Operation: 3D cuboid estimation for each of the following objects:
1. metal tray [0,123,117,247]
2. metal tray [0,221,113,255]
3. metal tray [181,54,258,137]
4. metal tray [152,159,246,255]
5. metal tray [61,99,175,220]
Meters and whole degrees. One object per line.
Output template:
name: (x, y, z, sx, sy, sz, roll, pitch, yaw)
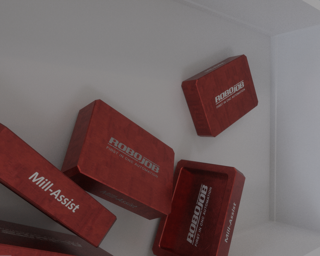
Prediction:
metal tray: (-0.109, 0.049, 0.272, 0.130, 0.090, 0.030, 49, 61, -29)
metal tray: (-0.108, 0.112, 0.273, 0.131, 0.090, 0.030, 29, 72, -36)
metal tray: (0.099, -0.053, 0.486, 0.131, 0.030, 0.090, -32, 110, -35)
metal tray: (0.050, 0.111, 0.401, 0.030, 0.090, 0.130, 36, 66, -46)
metal tray: (-0.038, 0.038, 0.348, 0.130, 0.030, 0.090, 36, 44, -34)
